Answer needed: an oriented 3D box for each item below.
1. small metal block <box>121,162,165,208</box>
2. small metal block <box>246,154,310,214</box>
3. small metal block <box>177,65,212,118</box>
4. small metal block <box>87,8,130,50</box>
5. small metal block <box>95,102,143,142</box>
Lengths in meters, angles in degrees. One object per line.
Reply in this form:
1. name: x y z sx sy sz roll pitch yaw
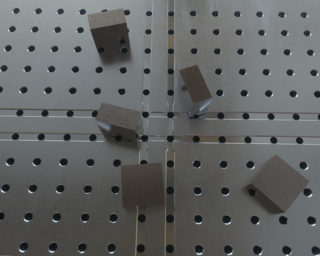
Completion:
1. small metal block: -0.021 0.072 0.385 0.050 0.025 0.050 -4 70 -2
2. small metal block: 0.146 0.070 0.387 0.050 0.025 0.050 42 75 13
3. small metal block: 0.045 -0.048 0.416 0.025 0.050 0.050 -19 71 -6
4. small metal block: -0.073 -0.142 0.450 0.050 0.050 0.025 -12 71 -4
5. small metal block: -0.051 -0.006 0.401 0.050 0.050 0.025 14 71 5
